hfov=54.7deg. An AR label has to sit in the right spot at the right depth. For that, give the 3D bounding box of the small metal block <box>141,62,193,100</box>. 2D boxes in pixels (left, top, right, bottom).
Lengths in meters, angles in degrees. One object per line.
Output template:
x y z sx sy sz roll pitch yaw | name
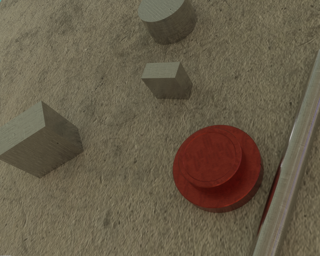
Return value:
0.011 -0.063 0.420 0.050 0.050 0.025 4 64 30 | small metal block

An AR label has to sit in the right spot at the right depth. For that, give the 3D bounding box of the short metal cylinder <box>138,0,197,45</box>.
0.012 -0.180 0.490 0.080 0.050 0.080 -13 56 20 | short metal cylinder

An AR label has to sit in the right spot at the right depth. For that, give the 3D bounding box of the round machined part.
0.059 0.039 0.338 0.098 0.042 0.098 -13 56 20 | round machined part

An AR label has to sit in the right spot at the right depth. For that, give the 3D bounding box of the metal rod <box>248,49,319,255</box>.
0.129 0.045 0.308 0.025 0.025 0.300 14 68 33 | metal rod

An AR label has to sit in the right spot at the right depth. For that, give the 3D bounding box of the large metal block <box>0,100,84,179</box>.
-0.171 0.019 0.444 0.080 0.080 0.050 -32 52 8 | large metal block
